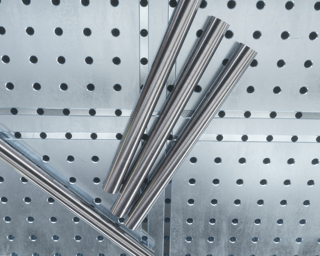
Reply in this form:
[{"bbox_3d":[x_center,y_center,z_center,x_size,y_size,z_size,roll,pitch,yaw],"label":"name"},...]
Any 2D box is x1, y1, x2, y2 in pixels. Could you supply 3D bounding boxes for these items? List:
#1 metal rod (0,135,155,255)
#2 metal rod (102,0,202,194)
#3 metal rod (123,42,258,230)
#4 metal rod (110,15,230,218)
[{"bbox_3d":[-0.126,0.108,0.452,0.300,0.025,0.025,42,105,-14],"label":"metal rod"},{"bbox_3d":[-0.013,-0.043,0.397,0.025,0.025,0.298,22,109,-8],"label":"metal rod"},{"bbox_3d":[0.032,0.023,0.421,0.025,0.025,0.299,29,107,-10],"label":"metal rod"},{"bbox_3d":[0.005,-0.002,0.412,0.025,0.025,0.298,25,108,-9],"label":"metal rod"}]
